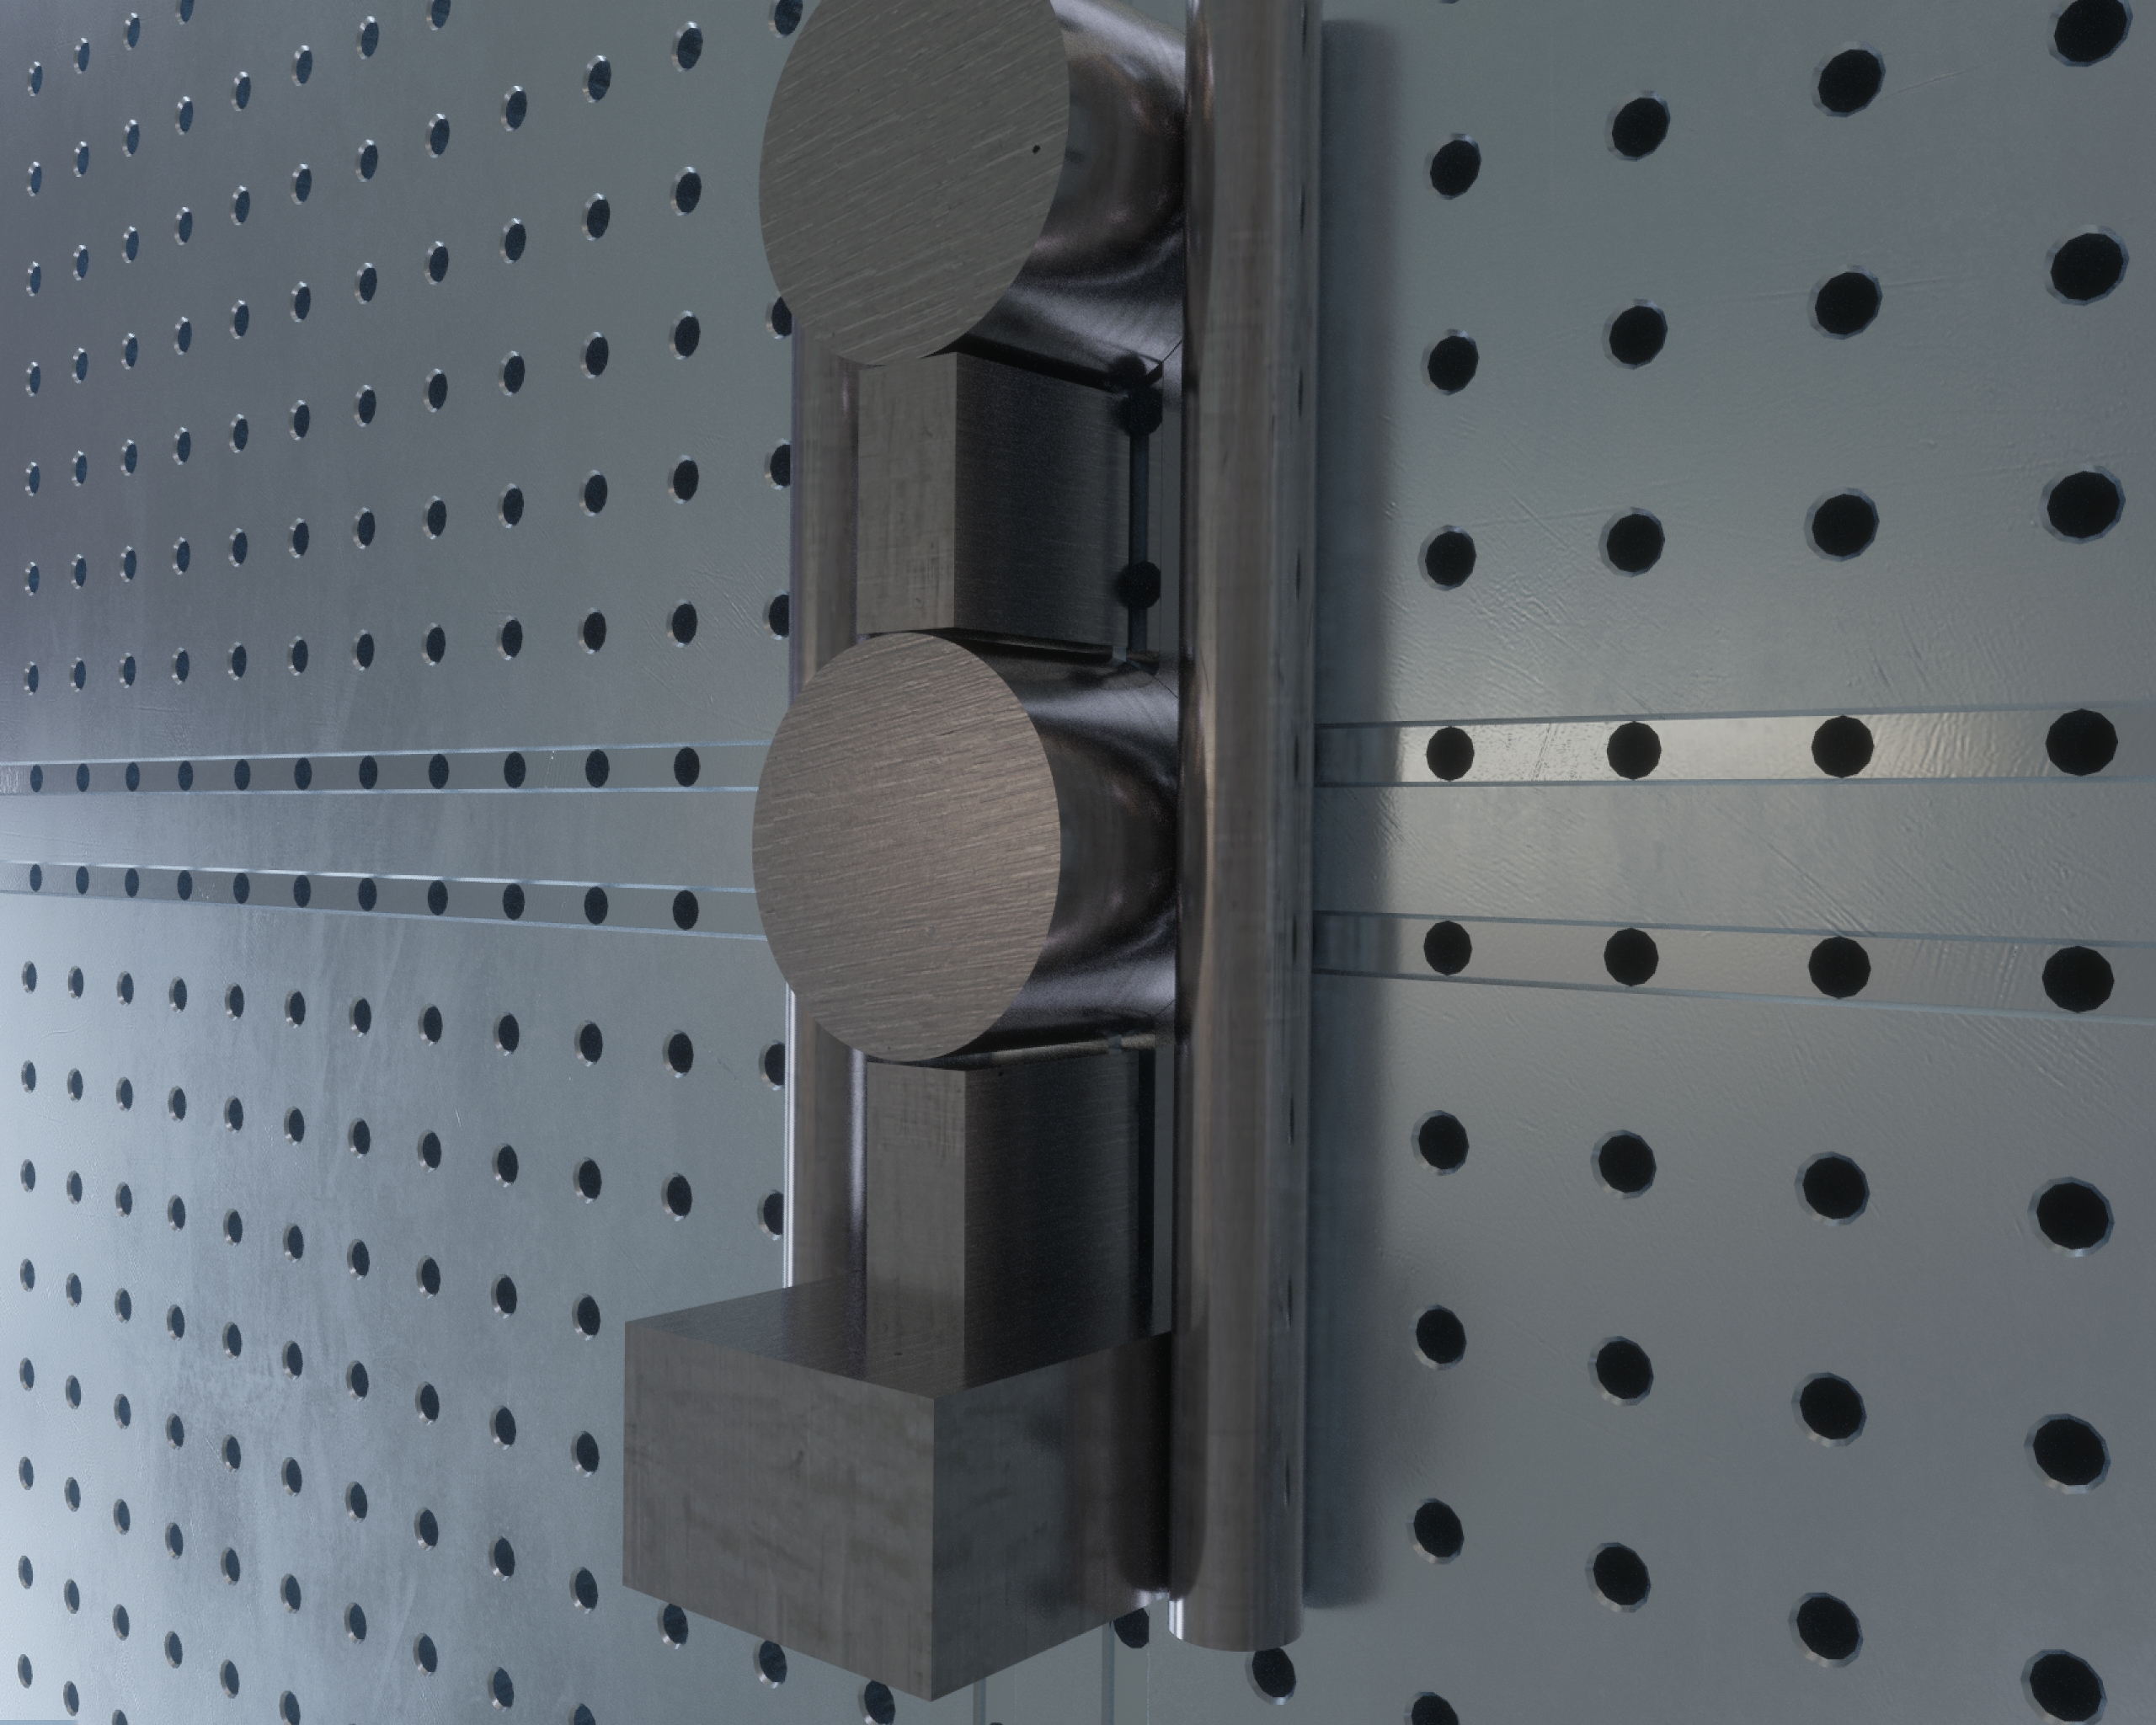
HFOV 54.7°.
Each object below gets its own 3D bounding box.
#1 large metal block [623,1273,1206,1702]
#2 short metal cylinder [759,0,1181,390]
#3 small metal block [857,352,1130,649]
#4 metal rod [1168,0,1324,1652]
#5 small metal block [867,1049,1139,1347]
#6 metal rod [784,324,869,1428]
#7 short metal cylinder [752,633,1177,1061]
[{"bbox_3d":[-0.029,0.112,0.397,0.080,0.081,0.050,1,91,40],"label":"large metal block"},{"bbox_3d":[-0.016,-0.133,0.406,0.080,0.050,0.080,0,90,40],"label":"short metal cylinder"},{"bbox_3d":[-0.016,-0.068,0.405,0.025,0.050,0.050,1,91,40],"label":"small metal block"},{"bbox_3d":[0.031,-0.009,0.383,0.025,0.025,0.298,1,91,40],"label":"metal rod"},{"bbox_3d":[-0.014,0.062,0.404,0.025,0.050,0.050,0,90,40],"label":"small metal block"},{"bbox_3d":[-0.050,-0.009,0.450,0.025,0.025,0.298,1,91,40],"label":"metal rod"},{"bbox_3d":[-0.018,-0.003,0.407,0.080,0.050,0.080,0,90,40],"label":"short metal cylinder"}]
